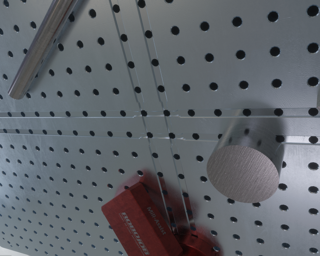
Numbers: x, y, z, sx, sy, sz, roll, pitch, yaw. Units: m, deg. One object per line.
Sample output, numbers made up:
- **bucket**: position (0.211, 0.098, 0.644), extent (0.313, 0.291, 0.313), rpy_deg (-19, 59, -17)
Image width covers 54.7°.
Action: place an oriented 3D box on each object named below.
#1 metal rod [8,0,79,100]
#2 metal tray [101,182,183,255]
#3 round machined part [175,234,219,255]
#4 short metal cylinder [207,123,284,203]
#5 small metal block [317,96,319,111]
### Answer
- **metal rod**: position (-0.142, -0.131, 0.405), extent (0.025, 0.025, 0.299), rpy_deg (46, 129, -4)
- **metal tray**: position (-0.032, 0.164, 0.503), extent (0.090, 0.030, 0.130), rpy_deg (-40, 79, 39)
- **round machined part**: position (0.048, 0.229, 0.516), extent (0.098, 0.042, 0.097), rpy_deg (13, 124, 21)
- **short metal cylinder**: position (0.102, 0.041, 0.367), extent (0.080, 0.050, 0.079), rpy_deg (13, 124, 21)
- **small metal block**: position (0.190, -0.021, 0.298), extent (0.050, 0.025, 0.050), rpy_deg (45, 129, -4)
